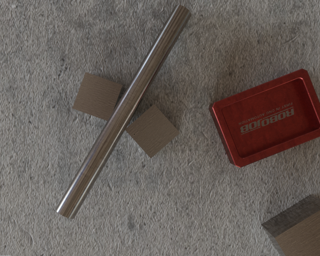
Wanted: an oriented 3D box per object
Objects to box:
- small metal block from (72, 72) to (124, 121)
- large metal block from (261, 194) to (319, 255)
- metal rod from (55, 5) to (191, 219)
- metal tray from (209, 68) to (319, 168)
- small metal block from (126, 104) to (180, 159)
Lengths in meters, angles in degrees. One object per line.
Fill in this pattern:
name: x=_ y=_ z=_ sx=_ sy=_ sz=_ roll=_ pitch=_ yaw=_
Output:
small metal block: x=-0.080 y=-0.040 z=0.409 sx=0.050 sy=0.025 sz=0.050 roll=20 pitch=90 yaw=0
large metal block: x=0.194 y=0.146 z=0.400 sx=0.080 sy=0.050 sz=0.080 roll=-31 pitch=90 yaw=0
metal rod: x=-0.042 y=-0.026 z=0.393 sx=0.025 sy=0.025 sz=0.299 roll=29 pitch=83 yaw=-1
metal tray: x=0.142 y=-0.013 z=0.409 sx=0.131 sy=0.030 sz=0.090 roll=-21 pitch=90 yaw=-1
small metal block: x=-0.010 y=0.004 z=0.410 sx=0.050 sy=0.025 sz=0.050 roll=-41 pitch=91 yaw=0
